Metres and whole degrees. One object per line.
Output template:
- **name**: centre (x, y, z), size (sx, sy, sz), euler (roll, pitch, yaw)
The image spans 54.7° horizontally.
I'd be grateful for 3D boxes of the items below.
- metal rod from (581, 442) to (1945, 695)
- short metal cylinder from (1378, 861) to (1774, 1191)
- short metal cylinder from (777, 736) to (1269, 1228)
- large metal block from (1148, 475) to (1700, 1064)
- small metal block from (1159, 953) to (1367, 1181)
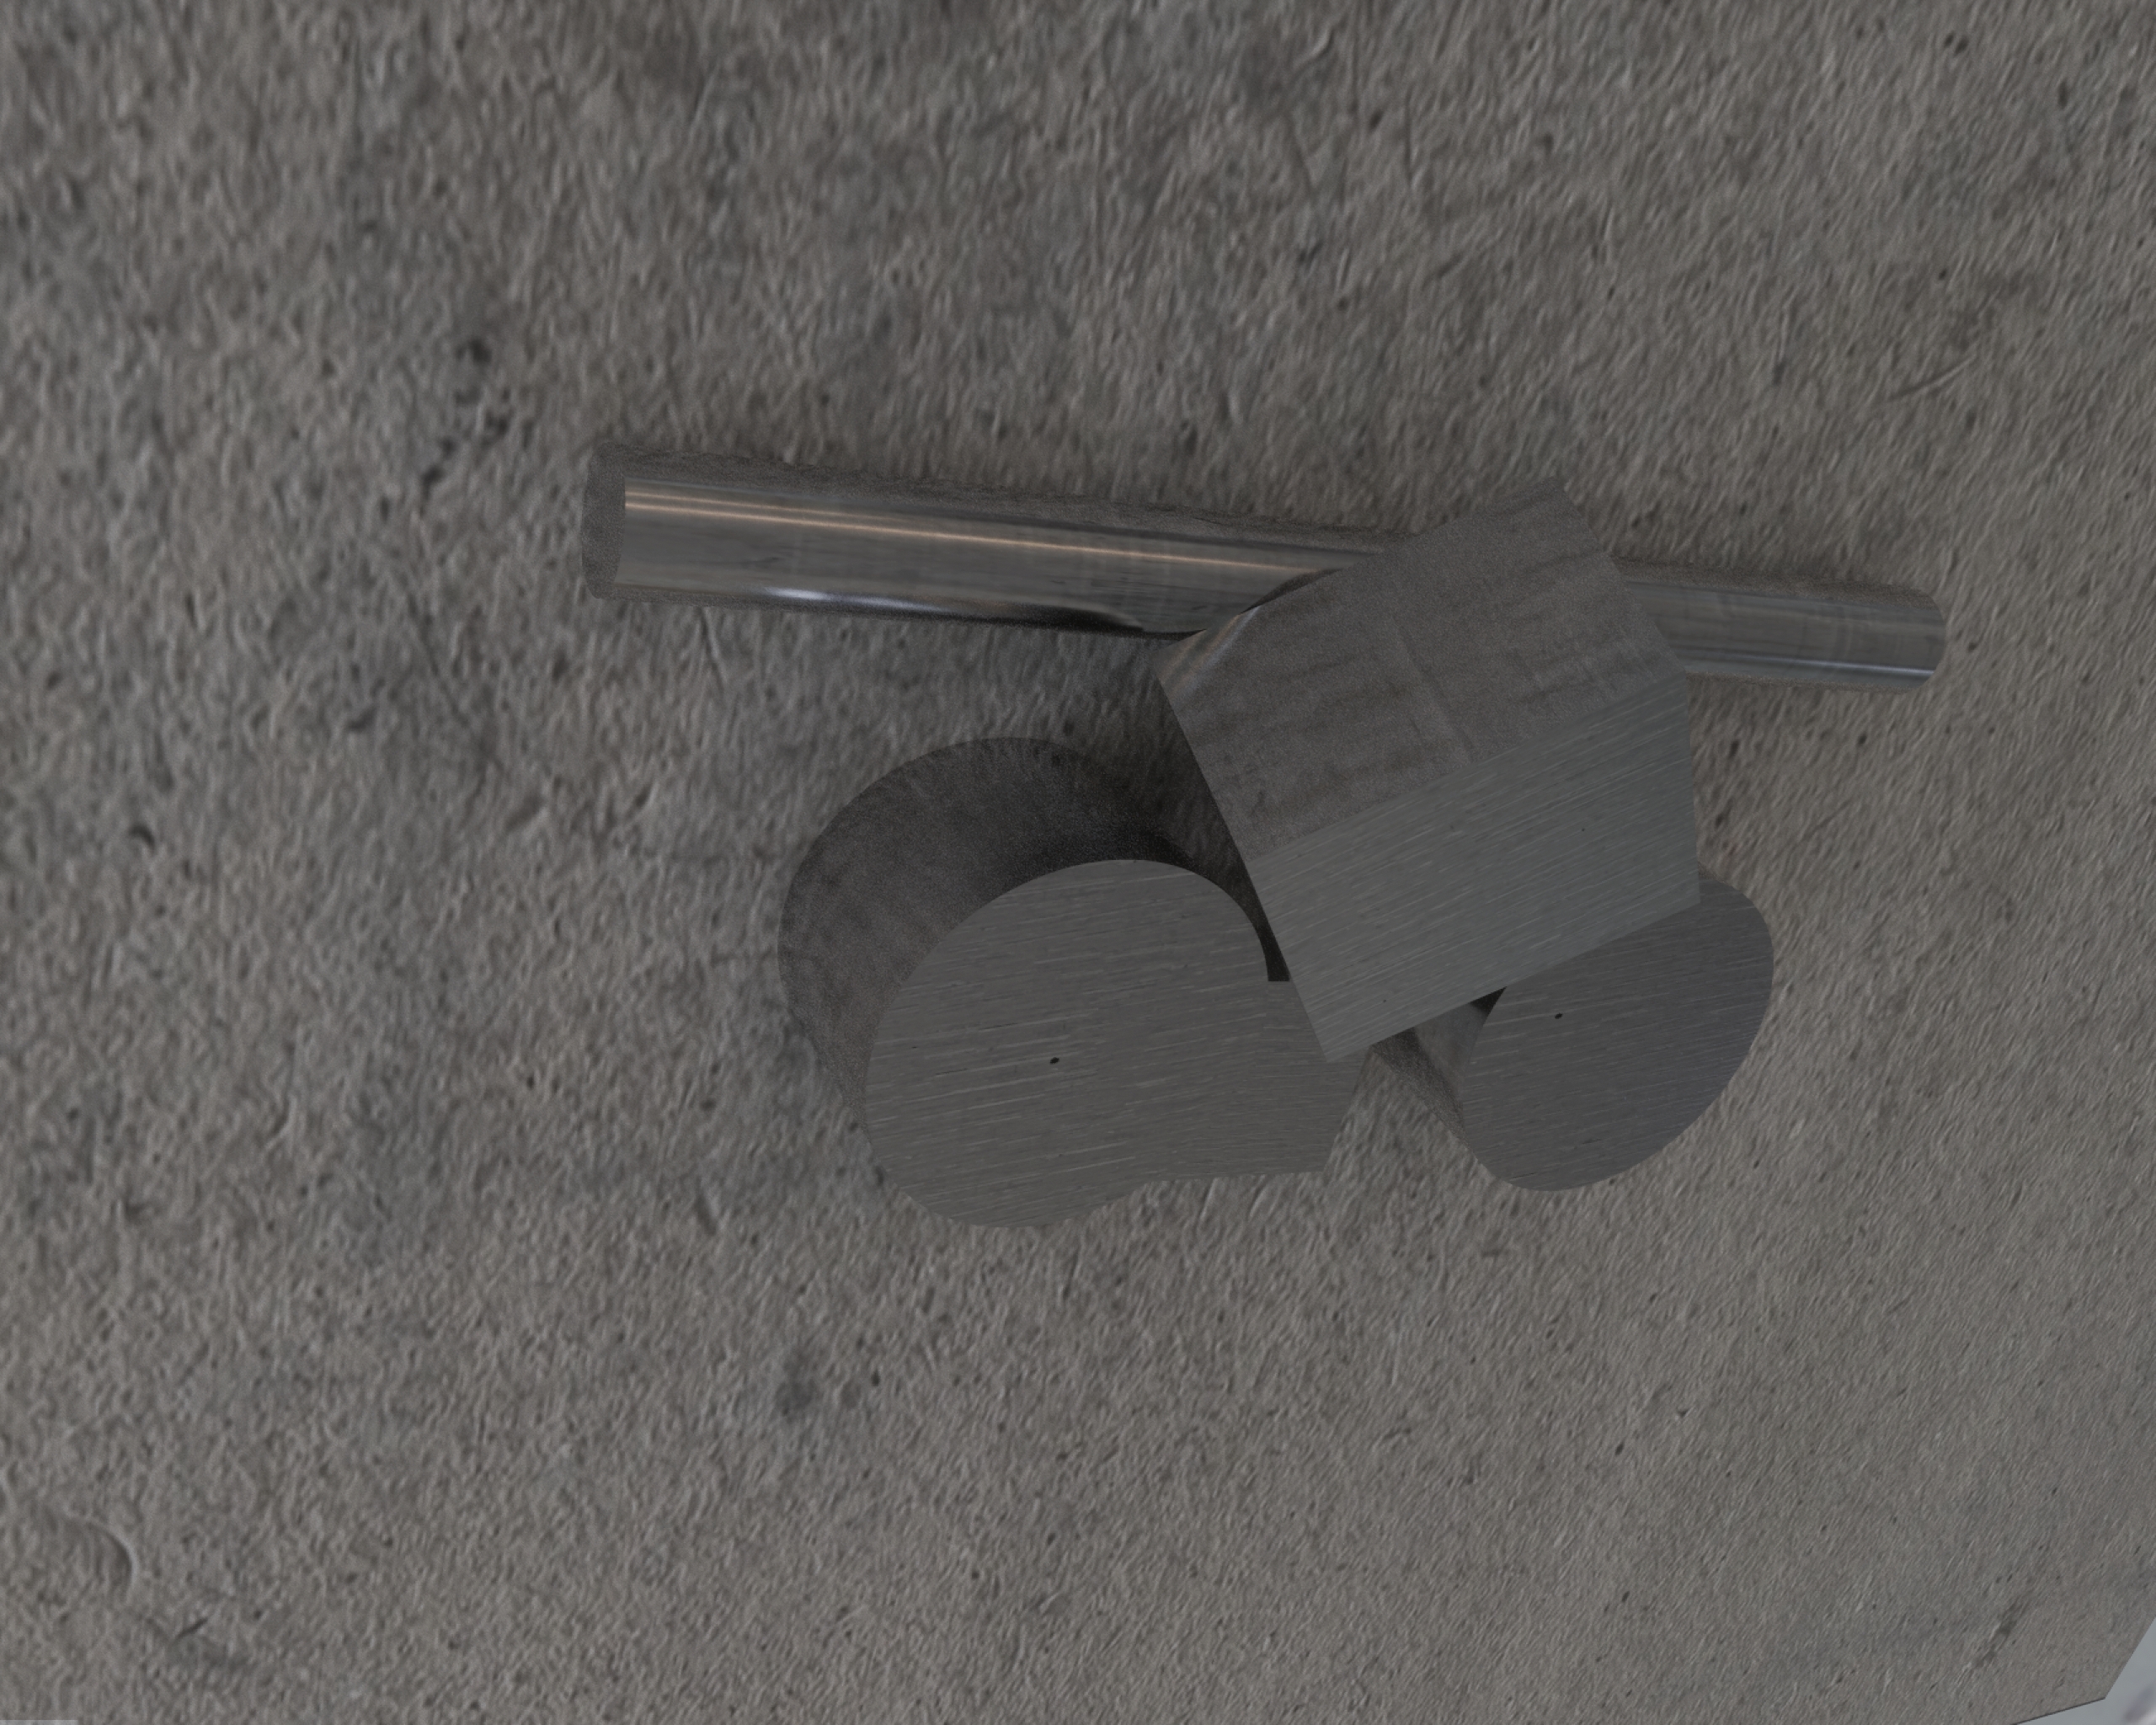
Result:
- **metal rod**: centre (0.056, -0.053, 0.406), size (0.303, 0.025, 0.025), euler (1, 118, -29)
- **short metal cylinder**: centre (0.106, 0.026, 0.466), size (0.081, 0.050, 0.079), euler (-14, 124, -21)
- **short metal cylinder**: centre (-0.011, 0.022, 0.399), size (0.081, 0.050, 0.079), euler (-14, 124, -21)
- **large metal block**: centre (0.068, -0.015, 0.397), size (0.080, 0.050, 0.080), euler (-24, 145, 3)
- **small metal block**: centre (0.034, 0.041, 0.453), size (0.050, 0.025, 0.050), euler (2, 118, -29)
